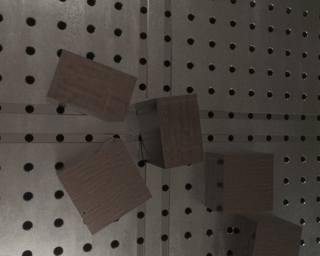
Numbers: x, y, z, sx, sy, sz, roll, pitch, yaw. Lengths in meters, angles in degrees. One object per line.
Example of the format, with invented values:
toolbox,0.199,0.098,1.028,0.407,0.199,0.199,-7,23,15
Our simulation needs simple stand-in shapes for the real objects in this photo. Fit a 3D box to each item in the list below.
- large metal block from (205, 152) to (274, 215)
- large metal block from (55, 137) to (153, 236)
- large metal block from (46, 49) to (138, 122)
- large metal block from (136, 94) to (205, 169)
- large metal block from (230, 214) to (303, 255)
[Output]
large metal block,0.112,0.075,0.443,0.081,0.050,0.079,1,90,-21
large metal block,-0.069,0.066,0.375,0.080,0.050,0.080,-30,100,-18
large metal block,-0.081,-0.043,0.354,0.081,0.080,0.050,19,84,-20
large metal block,0.010,0.003,0.388,0.050,0.080,0.079,-8,93,-20
large metal block,0.155,0.176,0.459,0.081,0.050,0.080,12,86,-20
